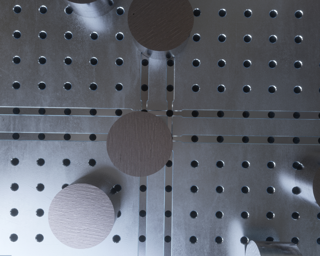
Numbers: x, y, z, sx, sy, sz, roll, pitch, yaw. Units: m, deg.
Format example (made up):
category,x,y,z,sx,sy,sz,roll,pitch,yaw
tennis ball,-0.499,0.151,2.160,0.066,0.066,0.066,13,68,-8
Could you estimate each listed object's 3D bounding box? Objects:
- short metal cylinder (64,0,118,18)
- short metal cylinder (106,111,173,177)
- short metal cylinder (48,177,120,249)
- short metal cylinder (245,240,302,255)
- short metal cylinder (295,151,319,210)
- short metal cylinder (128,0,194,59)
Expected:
category,x,y,z,sx,sy,sz,roll,pitch,yaw
short metal cylinder,-0.094,-0.190,0.400,0.081,0.050,0.079,0,90,0
short metal cylinder,-0.025,0.019,0.401,0.081,0.050,0.079,0,90,0
short metal cylinder,-0.095,0.107,0.400,0.081,0.050,0.079,0,90,0
short metal cylinder,0.142,0.184,0.387,0.050,0.080,0.080,2,90,0
short metal cylinder,0.226,0.071,0.403,0.081,0.050,0.079,0,90,0
short metal cylinder,0.001,-0.133,0.401,0.081,0.050,0.079,0,90,0
